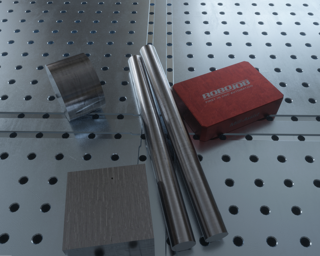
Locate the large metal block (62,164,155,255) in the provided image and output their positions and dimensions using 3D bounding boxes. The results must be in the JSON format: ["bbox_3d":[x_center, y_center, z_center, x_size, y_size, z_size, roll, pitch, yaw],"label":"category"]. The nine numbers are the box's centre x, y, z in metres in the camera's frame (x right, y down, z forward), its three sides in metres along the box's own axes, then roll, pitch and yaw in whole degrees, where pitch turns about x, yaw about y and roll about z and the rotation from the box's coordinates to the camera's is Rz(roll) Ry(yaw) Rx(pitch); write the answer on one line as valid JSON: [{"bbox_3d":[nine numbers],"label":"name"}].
[{"bbox_3d":[-0.050,0.088,0.317,0.081,0.050,0.080,-6,50,-5],"label":"large metal block"}]

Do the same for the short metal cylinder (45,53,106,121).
[{"bbox_3d":[-0.114,-0.055,0.417,0.050,0.080,0.080,-24,54,-19],"label":"short metal cylinder"}]

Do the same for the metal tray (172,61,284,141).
[{"bbox_3d":[0.094,-0.042,0.441,0.131,0.030,0.090,-20,53,-17],"label":"metal tray"}]

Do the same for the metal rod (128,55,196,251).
[{"bbox_3d":[-0.008,0.006,0.402,0.025,0.025,0.300,-9,51,-8],"label":"metal rod"}]

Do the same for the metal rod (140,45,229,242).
[{"bbox_3d":[0.019,-0.005,0.401,0.025,0.025,0.299,-12,54,-10],"label":"metal rod"}]
